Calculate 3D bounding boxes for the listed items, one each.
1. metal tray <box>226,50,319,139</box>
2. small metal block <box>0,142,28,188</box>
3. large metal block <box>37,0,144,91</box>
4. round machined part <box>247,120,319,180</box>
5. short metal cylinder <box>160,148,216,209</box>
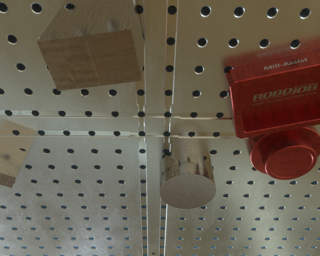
[{"bbox_3d":[0.152,-0.039,0.377,0.131,0.030,0.090,-11,130,9],"label":"metal tray"},{"bbox_3d":[-0.222,0.050,0.435,0.050,0.050,0.025,23,126,-19],"label":"small metal block"},{"bbox_3d":[-0.060,-0.084,0.303,0.080,0.080,0.050,-6,130,5],"label":"large metal block"},{"bbox_3d":[0.177,0.035,0.434,0.099,0.042,0.097,-1,130,0],"label":"round machined part"},{"bbox_3d":[0.040,0.076,0.461,0.081,0.050,0.079,0,130,0],"label":"short metal cylinder"}]
